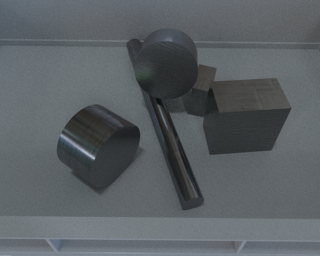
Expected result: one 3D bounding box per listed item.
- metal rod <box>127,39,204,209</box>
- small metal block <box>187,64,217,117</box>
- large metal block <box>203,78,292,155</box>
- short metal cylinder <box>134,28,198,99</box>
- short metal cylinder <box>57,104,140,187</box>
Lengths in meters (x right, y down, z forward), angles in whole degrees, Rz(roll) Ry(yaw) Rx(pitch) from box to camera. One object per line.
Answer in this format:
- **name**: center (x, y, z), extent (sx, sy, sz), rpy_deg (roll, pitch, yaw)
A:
- **metal rod**: center (-0.004, -0.029, 0.429), extent (0.025, 0.025, 0.300), rpy_deg (-12, 51, -10)
- **small metal block**: center (0.058, -0.052, 0.432), extent (0.025, 0.050, 0.050), rpy_deg (14, 51, 6)
- **large metal block**: center (0.101, -0.013, 0.381), extent (0.081, 0.080, 0.050), rpy_deg (-4, 50, -4)
- **short metal cylinder**: center (0.010, -0.085, 0.411), extent (0.080, 0.079, 0.050), rpy_deg (4, 35, 3)
- **short metal cylinder**: center (-0.068, 0.020, 0.352), extent (0.050, 0.080, 0.080), rpy_deg (30, 56, 22)
